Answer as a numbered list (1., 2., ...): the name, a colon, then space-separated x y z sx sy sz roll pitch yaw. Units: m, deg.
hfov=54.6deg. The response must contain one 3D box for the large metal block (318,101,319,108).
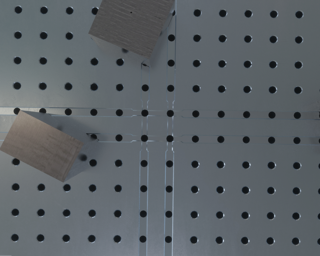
1. large metal block: 0.266 -0.009 0.402 0.080 0.050 0.080 -15 90 0

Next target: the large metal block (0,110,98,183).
1. large metal block: -0.132 0.020 0.385 0.080 0.080 0.050 27 90 0

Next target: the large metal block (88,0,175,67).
1. large metal block: -0.034 -0.136 0.401 0.080 0.050 0.080 23 90 0
